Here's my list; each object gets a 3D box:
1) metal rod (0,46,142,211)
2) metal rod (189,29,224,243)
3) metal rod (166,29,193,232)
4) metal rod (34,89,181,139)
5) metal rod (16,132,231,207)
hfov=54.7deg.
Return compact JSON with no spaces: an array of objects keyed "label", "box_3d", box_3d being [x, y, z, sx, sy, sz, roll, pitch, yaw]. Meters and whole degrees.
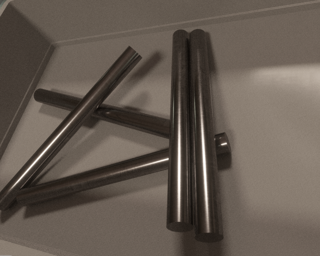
[{"label":"metal rod","box_3d":[-0.135,0.003,0.447,0.300,0.025,0.025,-48,51,4]},{"label":"metal rod","box_3d":[0.049,-0.020,0.364,0.025,0.025,0.300,-14,48,20]},{"label":"metal rod","box_3d":[0.025,-0.025,0.379,0.025,0.025,0.300,-14,47,20]},{"label":"metal rod","box_3d":[-0.091,-0.026,0.467,0.300,0.025,0.025,15,69,33]},{"label":"metal rod","box_3d":[-0.059,0.058,0.399,0.301,0.025,0.025,-17,55,18]}]
